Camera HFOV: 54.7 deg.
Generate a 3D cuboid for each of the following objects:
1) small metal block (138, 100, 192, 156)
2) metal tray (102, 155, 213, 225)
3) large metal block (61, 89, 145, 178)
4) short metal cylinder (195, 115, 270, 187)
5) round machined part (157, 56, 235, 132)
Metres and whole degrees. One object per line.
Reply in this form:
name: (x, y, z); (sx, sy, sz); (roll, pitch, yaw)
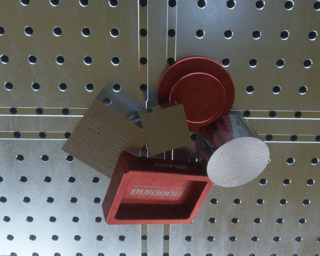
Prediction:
small metal block: (0.005, -0.001, 0.364); (0.050, 0.025, 0.050); (-16, 107, -6)
metal tray: (-0.001, 0.086, 0.412); (0.131, 0.030, 0.089); (8, 119, -27)
large metal block: (-0.066, 0.009, 0.403); (0.080, 0.050, 0.080); (34, 106, -12)
short metal cylinder: (0.092, 0.030, 0.400); (0.081, 0.050, 0.079); (-6, 125, -9)
round machined part: (0.046, -0.040, 0.390); (0.099, 0.042, 0.097); (0, 110, 0)
